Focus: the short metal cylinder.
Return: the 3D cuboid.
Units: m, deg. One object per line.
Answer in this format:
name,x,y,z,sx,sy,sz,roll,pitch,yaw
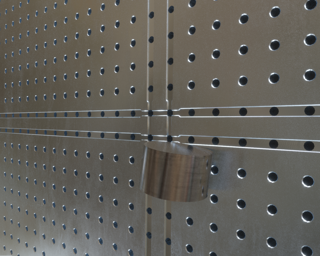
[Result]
short metal cylinder,0.018,0.047,0.359,0.080,0.081,0.050,12,98,39
